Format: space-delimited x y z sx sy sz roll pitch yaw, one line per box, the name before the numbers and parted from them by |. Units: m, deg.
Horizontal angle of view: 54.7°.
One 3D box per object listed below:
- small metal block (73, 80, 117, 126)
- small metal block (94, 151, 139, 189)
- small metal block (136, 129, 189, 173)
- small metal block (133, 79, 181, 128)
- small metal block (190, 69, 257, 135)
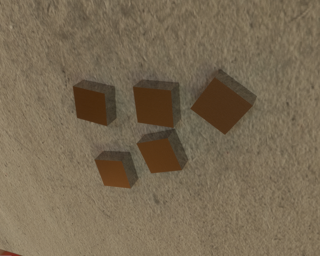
small metal block | -0.090 -0.035 0.430 0.050 0.025 0.050 15 124 19
small metal block | -0.067 0.064 0.480 0.050 0.025 0.050 0 119 28
small metal block | 0.004 0.032 0.424 0.050 0.025 0.050 -11 113 32
small metal block | -0.003 -0.031 0.388 0.050 0.025 0.050 9 122 23
small metal block | 0.071 -0.029 0.351 0.050 0.025 0.050 38 129 2
